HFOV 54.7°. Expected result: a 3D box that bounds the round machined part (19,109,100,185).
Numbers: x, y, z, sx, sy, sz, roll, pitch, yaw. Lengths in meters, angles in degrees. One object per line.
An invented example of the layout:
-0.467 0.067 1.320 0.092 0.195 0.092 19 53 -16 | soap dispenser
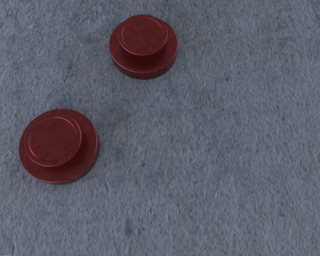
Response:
-0.129 0.020 0.390 0.099 0.042 0.098 0 70 -1 | round machined part

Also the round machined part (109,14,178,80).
-0.024 -0.122 0.443 0.099 0.042 0.098 0 70 -1 | round machined part
